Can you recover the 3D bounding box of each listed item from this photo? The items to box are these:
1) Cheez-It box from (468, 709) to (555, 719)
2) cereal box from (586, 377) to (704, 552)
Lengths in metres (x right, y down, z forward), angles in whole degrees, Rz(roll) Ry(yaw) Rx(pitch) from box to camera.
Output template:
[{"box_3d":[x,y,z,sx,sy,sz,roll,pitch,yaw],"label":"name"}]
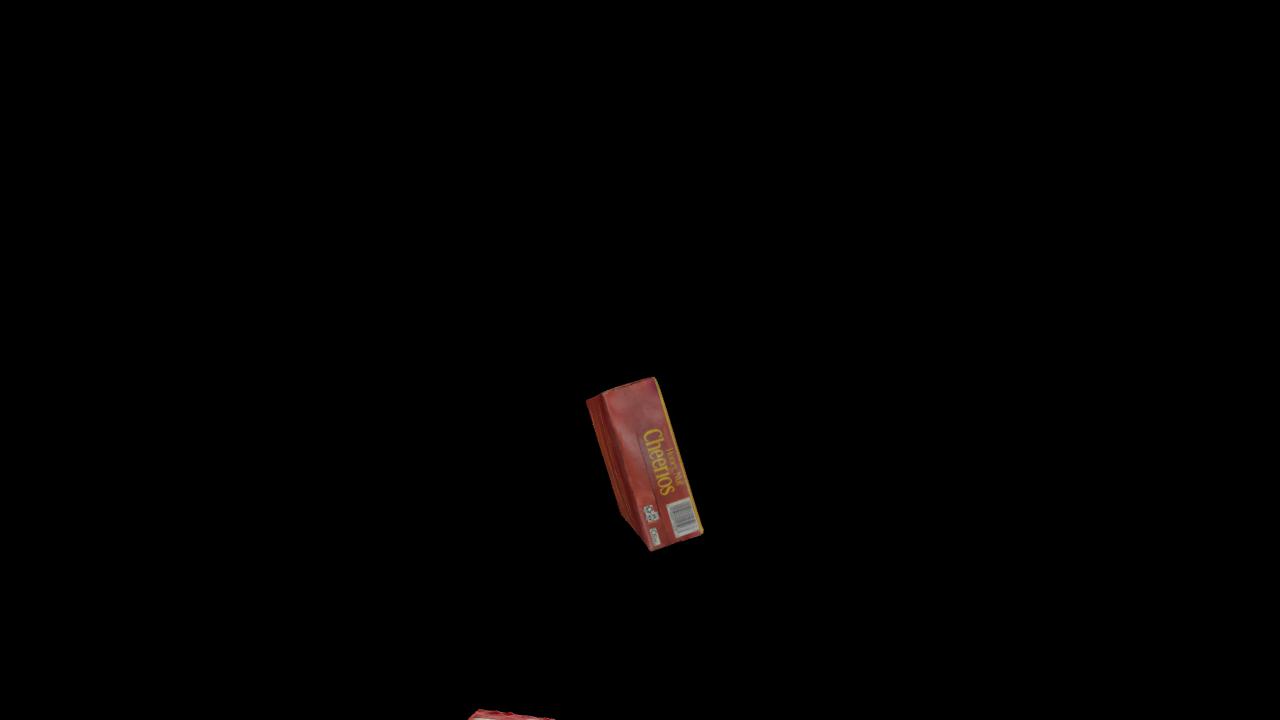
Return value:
[{"box_3d":[0.006,0.270,0.281,0.223,0.166,0.071,2,-9,11],"label":"Cheez-It box"},{"box_3d":[-0.006,0.137,0.880,0.081,0.203,0.306,-17,-3,-9],"label":"cereal box"}]
